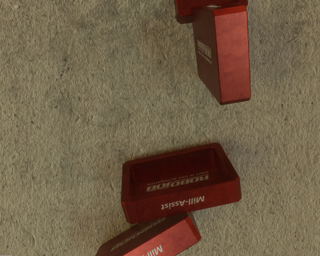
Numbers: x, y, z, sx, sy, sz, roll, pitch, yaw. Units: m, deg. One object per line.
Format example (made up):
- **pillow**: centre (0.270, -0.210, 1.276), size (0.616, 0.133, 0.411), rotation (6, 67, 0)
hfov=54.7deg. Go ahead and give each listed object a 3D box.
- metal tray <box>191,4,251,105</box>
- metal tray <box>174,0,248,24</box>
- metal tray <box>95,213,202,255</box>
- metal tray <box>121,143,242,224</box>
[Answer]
- **metal tray**: centre (0.064, -0.088, 0.345), size (0.030, 0.130, 0.089), rotation (-10, 113, 0)
- **metal tray**: centre (0.060, -0.210, 0.407), size (0.091, 0.030, 0.129), rotation (-8, 90, 0)
- **metal tray**: centre (-0.018, 0.140, 0.377), size (0.130, 0.090, 0.030), rotation (-31, 90, 0)
- **metal tray**: centre (0.021, 0.063, 0.375), size (0.131, 0.090, 0.030), rotation (-12, 115, 0)
